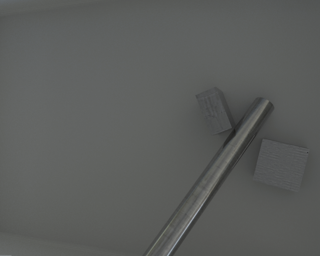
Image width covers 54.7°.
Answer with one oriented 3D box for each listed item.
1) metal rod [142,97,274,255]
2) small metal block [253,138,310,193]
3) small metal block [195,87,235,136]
[{"bbox_3d":[0.034,0.085,0.329,0.025,0.025,0.300,34,74,16],"label":"metal rod"},{"bbox_3d":[0.140,0.042,0.361,0.050,0.025,0.050,14,95,19],"label":"small metal block"},{"bbox_3d":[0.069,-0.019,0.373,0.025,0.050,0.050,-22,83,18],"label":"small metal block"}]
